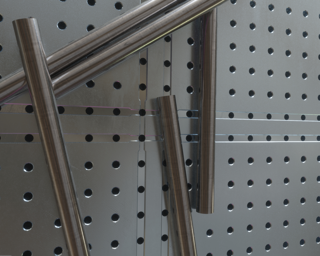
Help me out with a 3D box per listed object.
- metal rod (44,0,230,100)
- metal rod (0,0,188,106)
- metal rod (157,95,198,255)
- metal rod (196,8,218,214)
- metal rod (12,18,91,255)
[{"bbox_3d":[-0.007,-0.122,0.394,0.301,0.025,0.025,-33,101,-11],"label":"metal rod"},{"bbox_3d":[-0.075,-0.112,0.385,0.301,0.025,0.025,-35,102,-17],"label":"metal rod"},{"bbox_3d":[0.029,0.105,0.424,0.025,0.025,0.298,-9,93,-20],"label":"metal rod"},{"bbox_3d":[0.067,-0.031,0.438,0.025,0.025,0.298,1,90,-20],"label":"metal rod"},{"bbox_3d":[-0.118,0.032,0.353,0.025,0.025,0.298,-13,101,-20],"label":"metal rod"}]
